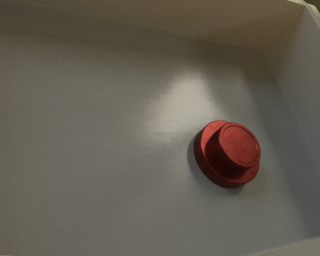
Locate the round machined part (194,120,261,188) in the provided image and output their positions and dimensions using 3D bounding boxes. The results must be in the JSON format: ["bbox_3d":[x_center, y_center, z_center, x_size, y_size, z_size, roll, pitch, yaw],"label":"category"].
[{"bbox_3d":[0.100,0.031,0.432,0.099,0.042,0.098,14,56,-21],"label":"round machined part"}]
